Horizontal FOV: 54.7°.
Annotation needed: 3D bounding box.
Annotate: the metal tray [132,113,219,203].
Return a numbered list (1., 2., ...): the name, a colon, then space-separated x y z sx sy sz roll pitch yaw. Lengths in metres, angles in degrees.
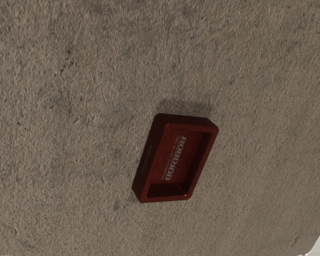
1. metal tray: 0.021 0.046 0.444 0.091 0.030 0.129 4 116 -31
